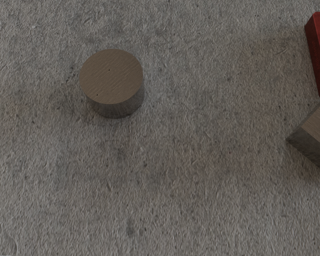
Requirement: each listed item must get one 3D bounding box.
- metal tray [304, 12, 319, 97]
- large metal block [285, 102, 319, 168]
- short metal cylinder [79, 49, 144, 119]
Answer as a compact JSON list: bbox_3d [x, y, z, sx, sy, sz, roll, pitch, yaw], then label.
[{"bbox_3d":[0.270,-0.106,0.446,0.091,0.030,0.130,-1,70,-1],"label":"metal tray"},{"bbox_3d":[0.225,0.007,0.394,0.080,0.050,0.080,-43,76,-14],"label":"large metal block"},{"bbox_3d":[-0.062,-0.058,0.416,0.081,0.050,0.080,0,70,0],"label":"short metal cylinder"}]
